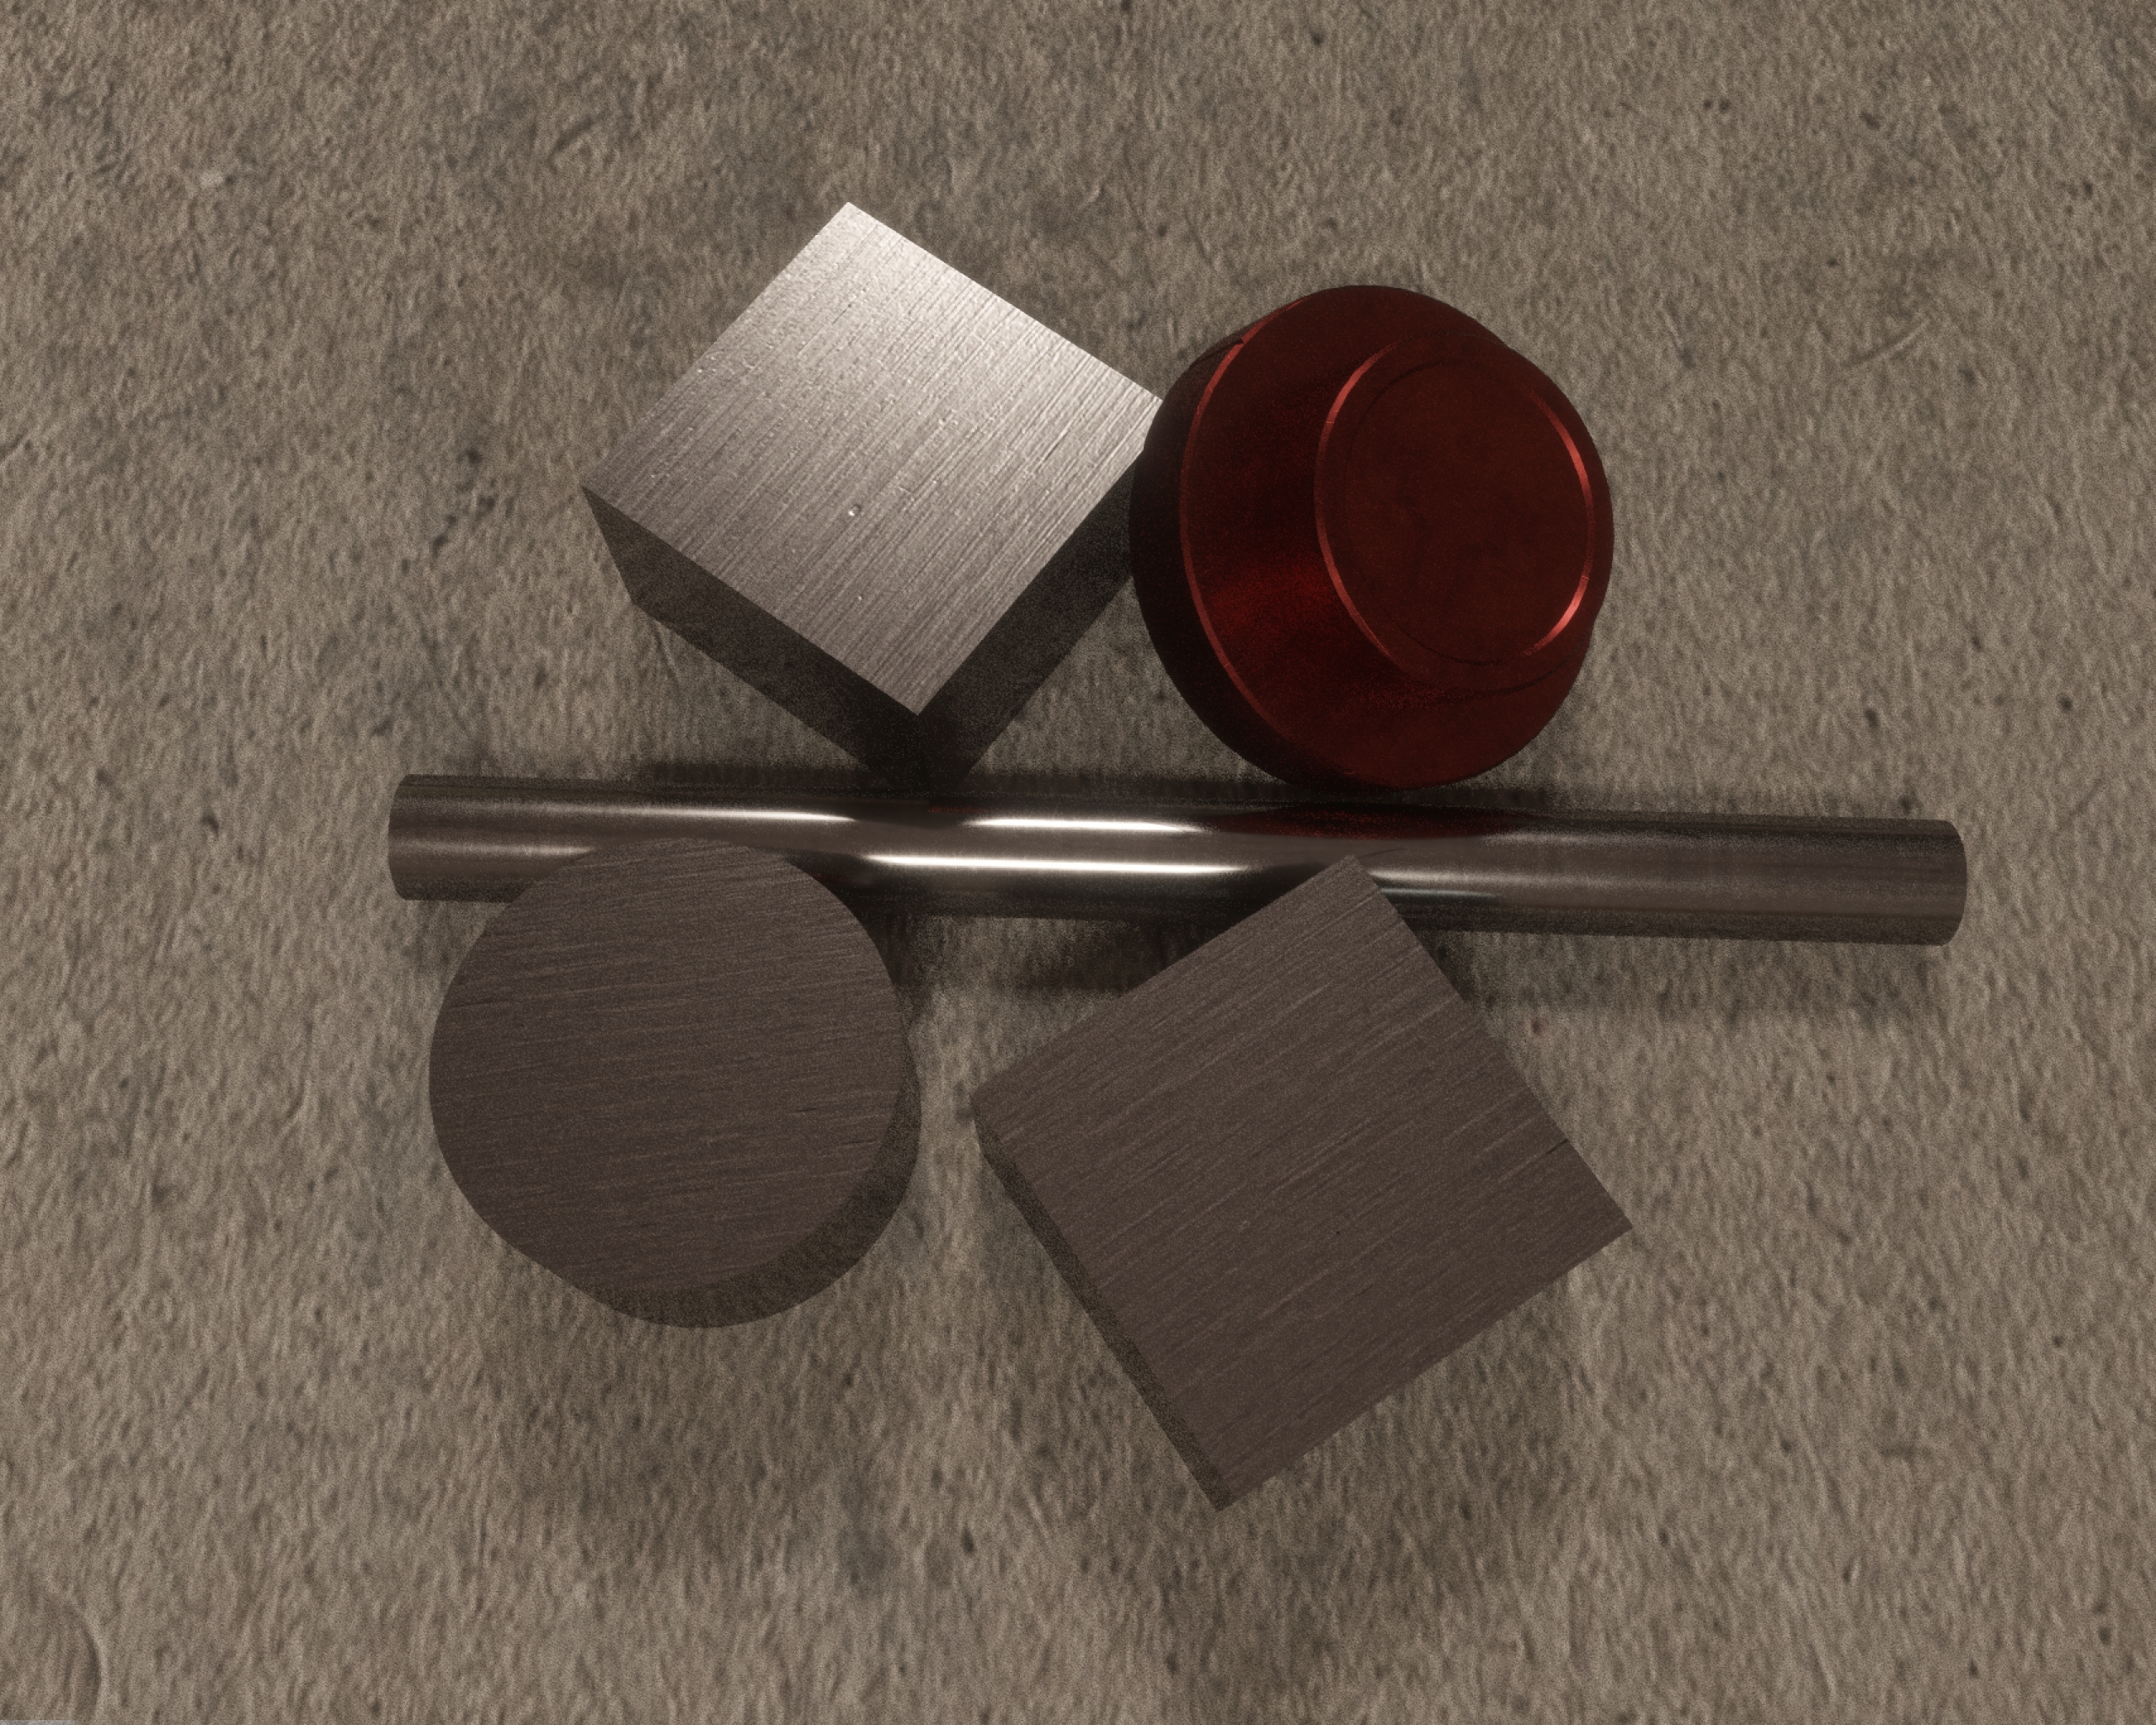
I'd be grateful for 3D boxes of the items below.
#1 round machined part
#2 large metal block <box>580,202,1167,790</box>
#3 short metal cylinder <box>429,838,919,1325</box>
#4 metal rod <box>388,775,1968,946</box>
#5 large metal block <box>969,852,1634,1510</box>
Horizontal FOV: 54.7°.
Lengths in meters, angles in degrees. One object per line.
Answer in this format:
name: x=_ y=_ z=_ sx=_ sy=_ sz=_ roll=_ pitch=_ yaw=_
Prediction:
round machined part: x=0.063 y=-0.063 z=0.399 sx=0.099 sy=0.042 sz=0.097 roll=2 pitch=85 yaw=-27
large metal block: x=-0.037 y=-0.071 z=0.419 sx=0.080 sy=0.050 sz=0.080 roll=35 pitch=73 yaw=11
short metal cylinder: x=-0.070 y=0.041 z=0.380 sx=0.081 sy=0.050 sz=0.080 roll=0 pitch=70 yaw=0
metal rod: x=0.019 y=0.000 z=0.411 sx=0.302 sy=0.025 sz=0.025 roll=2 pitch=70 yaw=0
large metal block: x=0.037 y=0.058 z=0.375 sx=0.080 sy=0.050 sz=0.080 roll=-32 pitch=73 yaw=-11
